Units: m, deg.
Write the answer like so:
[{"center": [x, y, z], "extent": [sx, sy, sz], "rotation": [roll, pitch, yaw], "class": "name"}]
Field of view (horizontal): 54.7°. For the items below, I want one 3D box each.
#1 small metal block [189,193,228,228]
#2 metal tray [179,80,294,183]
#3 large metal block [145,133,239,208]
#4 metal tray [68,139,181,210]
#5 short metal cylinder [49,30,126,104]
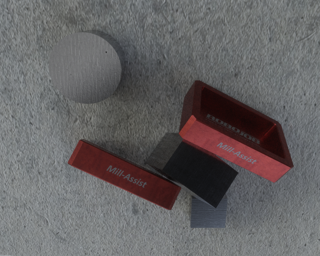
[{"center": [0.070, 0.118, 0.454], "extent": [0.050, 0.025, 0.050], "rotation": [0, 110, -1], "class": "small metal block"}, {"center": [0.090, 0.001, 0.373], "extent": [0.131, 0.090, 0.030], "rotation": [26, 126, -10], "class": "metal tray"}, {"center": [0.037, 0.050, 0.392], "extent": [0.080, 0.080, 0.050], "rotation": [37, 80, -13], "class": "large metal block"}, {"center": [-0.046, 0.056, 0.392], "extent": [0.131, 0.090, 0.030], "rotation": [27, 83, -10], "class": "metal tray"}, {"center": [-0.083, -0.074, 0.368], "extent": [0.081, 0.050, 0.079], "rotation": [0, 110, 0], "class": "short metal cylinder"}]
